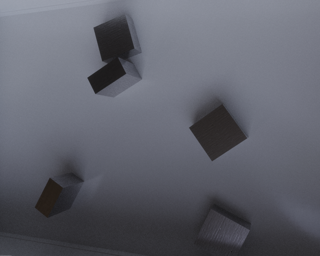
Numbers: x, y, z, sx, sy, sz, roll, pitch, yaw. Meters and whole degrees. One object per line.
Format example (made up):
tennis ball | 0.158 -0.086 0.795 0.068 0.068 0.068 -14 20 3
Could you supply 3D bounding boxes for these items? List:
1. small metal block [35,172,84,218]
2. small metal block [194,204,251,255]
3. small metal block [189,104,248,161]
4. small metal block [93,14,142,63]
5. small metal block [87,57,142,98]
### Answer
small metal block | -0.144 0.095 0.446 0.025 0.050 0.050 32 100 17
small metal block | 0.077 0.131 0.383 0.050 0.025 0.050 26 98 17
small metal block | 0.073 0.006 0.384 0.050 0.025 0.050 -36 79 16
small metal block | -0.059 -0.122 0.430 0.050 0.025 0.050 -17 85 19
small metal block | -0.060 -0.067 0.417 0.050 0.050 0.025 -30 81 17
